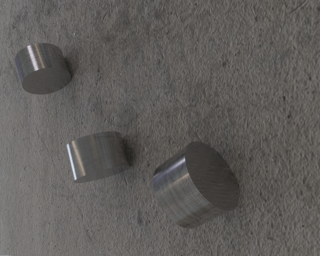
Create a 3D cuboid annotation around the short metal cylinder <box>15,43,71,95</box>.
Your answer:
[{"bbox_3d":[-0.202,-0.101,0.536,0.080,0.081,0.050,-36,68,34],"label":"short metal cylinder"}]

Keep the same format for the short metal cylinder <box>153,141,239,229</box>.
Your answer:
[{"bbox_3d":[0.039,0.061,0.337,0.050,0.081,0.080,-40,66,33],"label":"short metal cylinder"}]

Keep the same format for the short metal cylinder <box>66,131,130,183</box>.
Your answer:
[{"bbox_3d":[-0.088,0.043,0.442,0.080,0.081,0.050,-28,73,36],"label":"short metal cylinder"}]
